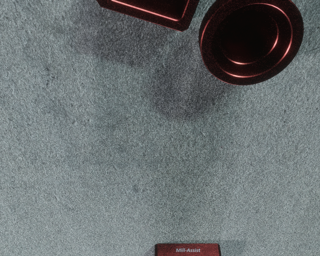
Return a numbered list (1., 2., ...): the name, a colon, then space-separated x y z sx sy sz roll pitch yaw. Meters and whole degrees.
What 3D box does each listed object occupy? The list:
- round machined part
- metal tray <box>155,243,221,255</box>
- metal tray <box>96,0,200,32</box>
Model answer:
1. round machined part: 0.089 -0.096 0.316 0.099 0.042 0.097 -1 130 0
2. metal tray: 0.055 0.275 0.639 0.131 0.030 0.089 0 130 -1
3. metal tray: 0.003 -0.159 0.267 0.091 0.030 0.129 13 129 -12
